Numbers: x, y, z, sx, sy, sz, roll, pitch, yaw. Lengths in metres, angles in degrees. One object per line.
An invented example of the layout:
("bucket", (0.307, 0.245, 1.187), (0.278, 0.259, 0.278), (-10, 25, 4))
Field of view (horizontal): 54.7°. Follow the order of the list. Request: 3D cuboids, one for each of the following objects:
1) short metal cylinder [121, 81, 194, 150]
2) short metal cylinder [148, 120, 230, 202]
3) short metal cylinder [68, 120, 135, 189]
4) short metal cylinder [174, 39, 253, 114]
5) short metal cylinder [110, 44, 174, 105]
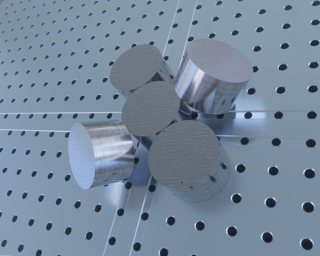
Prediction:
("short metal cylinder", (-0.002, -0.014, 0.400), (0.080, 0.050, 0.080), (-13, 56, 20))
("short metal cylinder", (0.034, 0.038, 0.350), (0.080, 0.050, 0.080), (-13, 56, 20))
("short metal cylinder", (-0.074, 0.031, 0.384), (0.080, 0.050, 0.079), (12, 105, 52))
("short metal cylinder", (0.063, -0.062, 0.371), (0.081, 0.050, 0.080), (11, 46, -11))
("short metal cylinder", (-0.025, -0.073, 0.448), (0.080, 0.050, 0.080), (-13, 56, 20))
